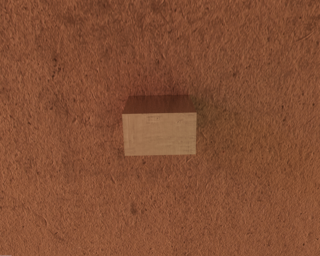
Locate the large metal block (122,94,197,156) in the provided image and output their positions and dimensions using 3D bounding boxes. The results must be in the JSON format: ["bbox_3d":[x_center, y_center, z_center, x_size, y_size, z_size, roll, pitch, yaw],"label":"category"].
[{"bbox_3d":[0.000,-0.006,0.380,0.081,0.080,0.050,-1,110,0],"label":"large metal block"}]
